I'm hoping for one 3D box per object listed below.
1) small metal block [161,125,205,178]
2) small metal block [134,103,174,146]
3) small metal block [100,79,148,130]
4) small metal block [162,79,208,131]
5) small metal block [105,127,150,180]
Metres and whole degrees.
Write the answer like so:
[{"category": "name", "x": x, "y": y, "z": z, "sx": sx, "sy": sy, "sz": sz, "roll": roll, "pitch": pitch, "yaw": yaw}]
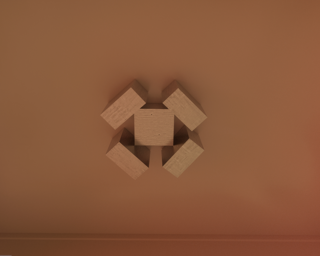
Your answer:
[{"category": "small metal block", "x": 0.028, "y": 0.029, "z": 0.406, "sx": 0.025, "sy": 0.050, "sz": 0.050, "roll": 38, "pitch": 105, "yaw": -14}, {"category": "small metal block", "x": -0.007, "y": -0.005, "z": 0.407, "sx": 0.050, "sy": 0.025, "sz": 0.050, "roll": 1, "pitch": 110, "yaw": -1}, {"category": "small metal block", "x": -0.043, "y": -0.031, "z": 0.384, "sx": 0.050, "sy": 0.050, "sz": 0.025, "roll": -40, "pitch": 105, "yaw": 14}, {"category": "small metal block", "x": 0.029, "y": -0.029, "z": 0.385, "sx": 0.025, "sy": 0.050, "sz": 0.050, "roll": -43, "pitch": 106, "yaw": 13}, {"category": "small metal block", "x": -0.040, "y": 0.033, "z": 0.408, "sx": 0.025, "sy": 0.050, "sz": 0.050, "roll": -43, "pitch": 105, "yaw": 15}]
